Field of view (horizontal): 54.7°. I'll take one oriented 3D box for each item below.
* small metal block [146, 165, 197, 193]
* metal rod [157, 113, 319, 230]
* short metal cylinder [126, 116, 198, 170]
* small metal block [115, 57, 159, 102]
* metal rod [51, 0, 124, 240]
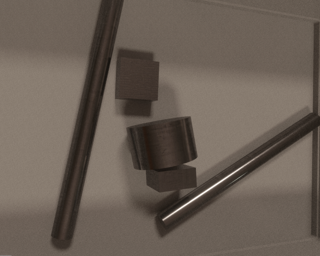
[{"bbox_3d":[0.014,0.064,0.403,0.050,0.050,0.025,-4,92,-20],"label":"small metal block"},{"bbox_3d":[0.128,0.056,0.459,0.302,0.025,0.025,-29,100,-18],"label":"metal rod"},{"bbox_3d":[0.003,0.017,0.383,0.081,0.080,0.050,-12,94,-20],"label":"short metal cylinder"},{"bbox_3d":[-0.030,-0.061,0.400,0.050,0.025,0.050,3,89,-21],"label":"small metal block"},{"bbox_3d":[-0.087,-0.017,0.378,0.025,0.025,0.298,13,86,-20],"label":"metal rod"}]
